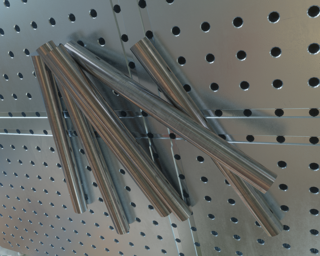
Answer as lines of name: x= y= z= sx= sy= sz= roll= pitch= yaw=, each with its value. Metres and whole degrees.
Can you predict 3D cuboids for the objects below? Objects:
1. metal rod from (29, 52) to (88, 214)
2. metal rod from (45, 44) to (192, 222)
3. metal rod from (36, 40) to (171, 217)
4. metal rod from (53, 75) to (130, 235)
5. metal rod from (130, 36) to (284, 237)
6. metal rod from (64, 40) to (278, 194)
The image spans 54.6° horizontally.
metal rod: x=-0.160 y=0.024 z=0.510 sx=0.025 sy=0.025 sz=0.298 roll=9 pitch=123 yaw=23
metal rod: x=-0.046 y=0.019 z=0.428 sx=0.025 sy=0.025 sz=0.300 roll=-23 pitch=112 yaw=36
metal rod: x=-0.070 y=0.012 z=0.444 sx=0.025 sy=0.025 sz=0.299 roll=-22 pitch=111 yaw=36
metal rod: x=-0.102 y=0.052 z=0.498 sx=0.025 sy=0.025 sz=0.299 roll=-1 pitch=118 yaw=29
metal rod: x=0.064 y=0.018 z=0.388 sx=0.025 sy=0.025 sz=0.300 roll=-30 pitch=102 yaw=38
metal rod: x=-0.001 y=-0.023 z=0.369 sx=0.300 sy=0.025 sz=0.025 roll=35 pitch=129 yaw=16
